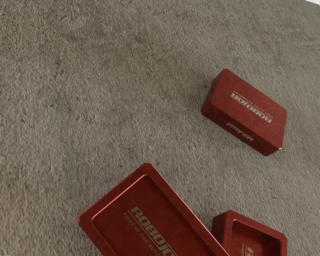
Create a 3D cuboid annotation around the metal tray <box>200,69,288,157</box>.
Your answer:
[{"bbox_3d":[0.136,-0.026,0.489,0.130,0.030,0.090,33,51,-7],"label":"metal tray"}]

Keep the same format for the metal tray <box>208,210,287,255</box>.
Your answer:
[{"bbox_3d":[0.097,0.170,0.348,0.090,0.030,0.130,27,52,-12],"label":"metal tray"}]

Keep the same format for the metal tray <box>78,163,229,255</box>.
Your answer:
[{"bbox_3d":[-0.006,0.112,0.309,0.090,0.030,0.130,-39,83,-18],"label":"metal tray"}]
